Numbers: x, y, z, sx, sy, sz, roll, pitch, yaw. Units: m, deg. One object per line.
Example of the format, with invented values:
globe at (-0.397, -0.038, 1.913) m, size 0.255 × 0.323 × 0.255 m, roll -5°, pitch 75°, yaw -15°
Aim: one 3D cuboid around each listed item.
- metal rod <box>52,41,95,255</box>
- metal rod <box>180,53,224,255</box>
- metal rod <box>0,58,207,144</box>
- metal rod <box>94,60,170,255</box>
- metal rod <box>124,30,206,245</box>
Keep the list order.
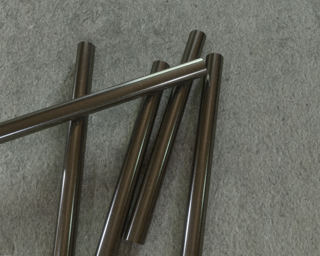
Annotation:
metal rod at (-0.108, 0.022, 0.398) m, size 0.025 × 0.025 × 0.299 m, roll 1°, pitch 70°, yaw 0°
metal rod at (0.054, 0.038, 0.394) m, size 0.025 × 0.025 × 0.299 m, roll 9°, pitch 70°, yaw 3°
metal rod at (-0.085, -0.031, 0.390) m, size 0.302 × 0.025 × 0.025 m, roll -19°, pitch 71°, yaw -8°
metal rod at (-0.035, 0.047, 0.390) m, size 0.025 × 0.025 × 0.299 m, roll 14°, pitch 70°, yaw 4°
metal rod at (0.013, -0.002, 0.409) m, size 0.025 × 0.025 × 0.299 m, roll 16°, pitch 71°, yaw 5°
